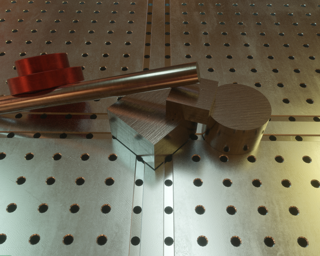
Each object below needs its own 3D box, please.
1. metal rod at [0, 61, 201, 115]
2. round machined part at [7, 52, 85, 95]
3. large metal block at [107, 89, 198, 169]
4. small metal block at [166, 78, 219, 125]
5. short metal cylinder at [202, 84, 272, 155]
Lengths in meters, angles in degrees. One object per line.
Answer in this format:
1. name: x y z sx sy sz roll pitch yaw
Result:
1. metal rod: -0.101 -0.044 0.387 0.301 0.025 0.025 -7 48 16
2. round machined part: -0.157 -0.076 0.423 0.099 0.042 0.098 -10 12 2
3. large metal block: -0.008 -0.009 0.396 0.080 0.050 0.080 36 58 26
4. small metal block: 0.039 -0.036 0.370 0.050 0.025 0.050 15 51 11
5. short metal cylinder: 0.097 -0.012 0.403 0.081 0.050 0.080 0 50 0
